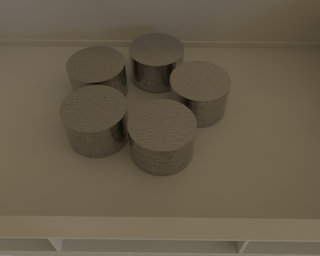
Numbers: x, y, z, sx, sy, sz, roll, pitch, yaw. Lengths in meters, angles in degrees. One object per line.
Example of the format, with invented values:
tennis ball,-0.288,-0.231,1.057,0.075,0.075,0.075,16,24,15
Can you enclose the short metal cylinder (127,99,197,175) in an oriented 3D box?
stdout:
short metal cylinder,0.003,0.010,0.377,0.080,0.050,0.080,0,50,0

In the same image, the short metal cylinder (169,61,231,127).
short metal cylinder,0.053,-0.048,0.426,0.080,0.050,0.080,0,50,0

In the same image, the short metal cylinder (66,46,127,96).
short metal cylinder,-0.089,-0.074,0.447,0.080,0.050,0.080,0,50,0

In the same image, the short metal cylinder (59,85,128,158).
short metal cylinder,-0.080,-0.009,0.393,0.080,0.050,0.080,0,50,0

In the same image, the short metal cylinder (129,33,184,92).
short metal cylinder,-0.005,-0.100,0.470,0.080,0.050,0.080,0,50,0
